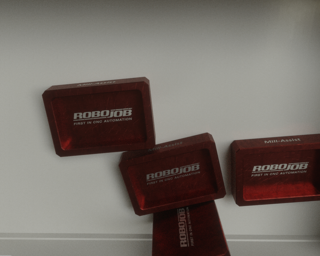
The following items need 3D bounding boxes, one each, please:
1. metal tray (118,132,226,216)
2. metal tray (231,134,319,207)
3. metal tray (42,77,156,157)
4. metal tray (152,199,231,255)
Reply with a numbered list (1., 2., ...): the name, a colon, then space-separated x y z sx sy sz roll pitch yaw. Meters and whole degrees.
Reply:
1. metal tray: 0.018 0.066 0.432 0.131 0.030 0.089 -14 110 5
2. metal tray: 0.168 0.059 0.431 0.131 0.030 0.089 -5 110 1
3. metal tray: -0.075 -0.014 0.402 0.131 0.030 0.089 -5 110 2
4. metal tray: 0.037 0.140 0.407 0.090 0.130 0.030 -18 109 6
